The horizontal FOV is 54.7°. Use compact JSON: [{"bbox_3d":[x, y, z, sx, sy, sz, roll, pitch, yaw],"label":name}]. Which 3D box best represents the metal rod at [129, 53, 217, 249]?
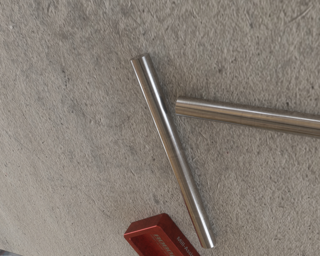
[{"bbox_3d":[0.025,0.046,0.420,0.025,0.025,0.298,-7,115,31],"label":"metal rod"}]

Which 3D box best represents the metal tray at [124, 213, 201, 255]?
[{"bbox_3d":[0.011,0.210,0.526,0.090,0.030,0.130,-29,103,37],"label":"metal tray"}]

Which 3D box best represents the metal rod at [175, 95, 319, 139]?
[{"bbox_3d":[0.161,-0.002,0.320,0.301,0.025,0.025,11,123,22],"label":"metal rod"}]
